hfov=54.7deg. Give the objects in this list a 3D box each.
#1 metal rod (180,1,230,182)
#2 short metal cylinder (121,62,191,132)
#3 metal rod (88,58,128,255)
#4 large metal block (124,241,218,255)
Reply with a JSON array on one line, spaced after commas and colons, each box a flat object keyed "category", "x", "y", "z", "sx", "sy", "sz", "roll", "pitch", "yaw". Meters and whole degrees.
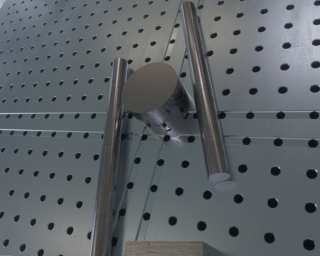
[{"category": "metal rod", "x": 0.055, "y": -0.070, "z": 0.422, "sx": 0.025, "sy": 0.025, "sz": 0.299, "roll": -17, "pitch": 55, "yaw": 18}, {"category": "short metal cylinder", "x": -0.005, "y": -0.042, "z": 0.420, "sx": 0.080, "sy": 0.050, "sz": 0.080, "roll": -13, "pitch": 56, "yaw": 21}, {"category": "metal rod", "x": -0.067, "y": 0.023, "z": 0.429, "sx": 0.025, "sy": 0.025, "sz": 0.299, "roll": -13, "pitch": 56, "yaw": 21}, {"category": "large metal block", "x": 0.009, "y": 0.153, "z": 0.293, "sx": 0.080, "sy": 0.050, "sz": 0.080, "roll": -9, "pitch": 58, "yaw": 23}]
